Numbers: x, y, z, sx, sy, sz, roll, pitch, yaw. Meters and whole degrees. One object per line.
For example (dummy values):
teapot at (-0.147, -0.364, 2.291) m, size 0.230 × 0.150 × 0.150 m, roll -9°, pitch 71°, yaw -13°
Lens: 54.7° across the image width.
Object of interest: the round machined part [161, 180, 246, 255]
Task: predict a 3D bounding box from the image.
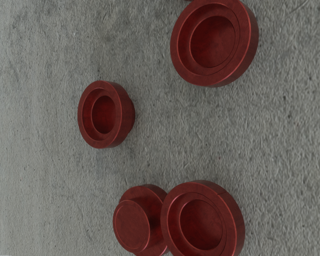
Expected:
round machined part at (0.051, 0.107, 0.352) m, size 0.098 × 0.042 × 0.097 m, roll 0°, pitch 90°, yaw 40°

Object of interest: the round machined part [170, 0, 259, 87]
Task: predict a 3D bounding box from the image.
round machined part at (0.062, -0.093, 0.342) m, size 0.098 × 0.042 × 0.097 m, roll 0°, pitch 90°, yaw 40°

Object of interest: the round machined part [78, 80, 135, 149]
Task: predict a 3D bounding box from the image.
round machined part at (-0.075, -0.019, 0.456) m, size 0.098 × 0.042 × 0.097 m, roll 0°, pitch 90°, yaw 40°

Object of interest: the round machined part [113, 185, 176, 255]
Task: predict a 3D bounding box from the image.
round machined part at (-0.025, 0.127, 0.415) m, size 0.098 × 0.042 × 0.097 m, roll 0°, pitch 90°, yaw 40°
